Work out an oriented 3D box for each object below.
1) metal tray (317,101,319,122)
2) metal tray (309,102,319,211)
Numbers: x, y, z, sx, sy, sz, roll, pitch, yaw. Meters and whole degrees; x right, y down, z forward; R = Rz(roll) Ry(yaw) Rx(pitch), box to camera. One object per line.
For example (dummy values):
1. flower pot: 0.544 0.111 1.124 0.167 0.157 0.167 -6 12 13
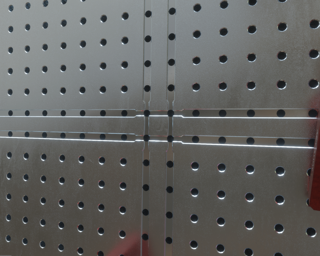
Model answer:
1. metal tray: 0.228 -0.060 0.329 0.090 0.030 0.129 9 93 19
2. metal tray: 0.206 0.028 0.313 0.090 0.030 0.129 5 112 21
